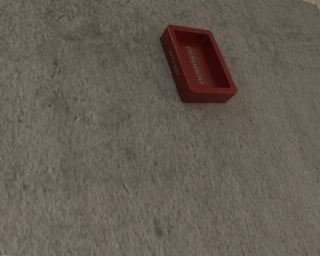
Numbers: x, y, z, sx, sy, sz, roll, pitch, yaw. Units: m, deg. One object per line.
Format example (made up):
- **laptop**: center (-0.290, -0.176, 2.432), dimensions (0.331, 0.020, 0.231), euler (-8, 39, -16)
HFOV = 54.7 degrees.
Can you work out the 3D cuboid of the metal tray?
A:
- **metal tray**: center (0.060, -0.103, 0.497), dimensions (0.091, 0.030, 0.130), euler (-3, 63, -30)
